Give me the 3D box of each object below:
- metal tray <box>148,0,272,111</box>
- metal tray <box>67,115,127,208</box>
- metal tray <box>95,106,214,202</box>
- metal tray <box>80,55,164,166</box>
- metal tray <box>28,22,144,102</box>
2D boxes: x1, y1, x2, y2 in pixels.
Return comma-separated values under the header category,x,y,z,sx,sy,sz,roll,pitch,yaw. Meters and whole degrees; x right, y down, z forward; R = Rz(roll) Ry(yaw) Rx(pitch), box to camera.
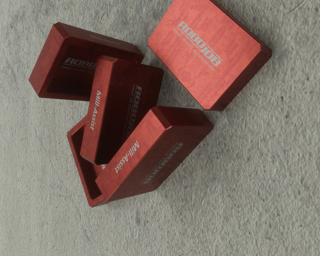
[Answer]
category,x,y,z,sx,sy,sz,roll,pitch,yaw
metal tray,0.051,-0.094,0.360,0.090,0.030,0.130,-52,60,27
metal tray,-0.091,0.044,0.475,0.090,0.030,0.130,-35,69,34
metal tray,-0.007,0.032,0.368,0.129,0.091,0.030,-51,61,28
metal tray,-0.047,-0.021,0.400,0.030,0.091,0.129,21,103,38
metal tray,-0.093,-0.079,0.413,0.030,0.131,0.090,51,119,27
